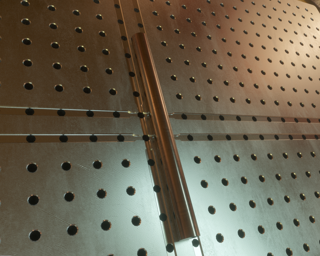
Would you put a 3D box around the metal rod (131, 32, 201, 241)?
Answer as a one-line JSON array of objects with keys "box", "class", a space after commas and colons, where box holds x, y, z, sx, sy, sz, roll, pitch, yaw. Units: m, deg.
[{"box": [0.001, -0.006, 0.414, 0.025, 0.025, 0.299, 0, 62, -28], "class": "metal rod"}]
